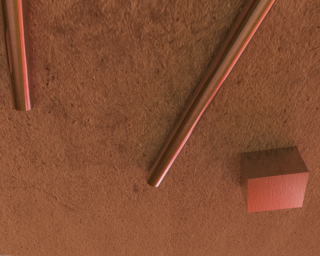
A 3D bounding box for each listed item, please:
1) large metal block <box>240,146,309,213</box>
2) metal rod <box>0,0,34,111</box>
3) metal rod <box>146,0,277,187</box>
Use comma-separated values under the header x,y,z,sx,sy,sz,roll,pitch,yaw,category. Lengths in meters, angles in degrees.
x,y,z,sx,sy,sz,roll,pitch,yaw,category
0.165,0.077,0.459,0.080,0.050,0.080,-8,130,6,large metal block
-0.137,-0.140,0.285,0.025,0.025,0.298,9,130,-8,metal rod
0.046,-0.025,0.386,0.025,0.025,0.298,17,128,-15,metal rod
